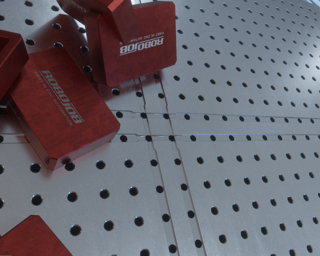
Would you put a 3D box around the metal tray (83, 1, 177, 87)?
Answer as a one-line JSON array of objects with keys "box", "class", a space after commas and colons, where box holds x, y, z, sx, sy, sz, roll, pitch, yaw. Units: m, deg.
[{"box": [-0.033, -0.117, 0.421, 0.131, 0.089, 0.030, -27, 36, -37], "class": "metal tray"}]

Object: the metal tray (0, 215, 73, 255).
[{"box": [-0.103, 0.151, 0.257, 0.130, 0.030, 0.091, 48, 51, 5], "class": "metal tray"}]

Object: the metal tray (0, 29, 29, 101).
[{"box": [-0.212, -0.066, 0.304, 0.131, 0.030, 0.090, 13, 54, 2], "class": "metal tray"}]

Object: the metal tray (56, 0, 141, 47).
[{"box": [-0.088, -0.159, 0.393, 0.130, 0.090, 0.030, 36, 79, 17], "class": "metal tray"}]

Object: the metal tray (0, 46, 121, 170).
[{"box": [-0.119, -0.028, 0.358, 0.091, 0.030, 0.130, -29, 78, -37], "class": "metal tray"}]
